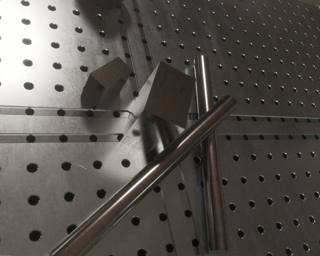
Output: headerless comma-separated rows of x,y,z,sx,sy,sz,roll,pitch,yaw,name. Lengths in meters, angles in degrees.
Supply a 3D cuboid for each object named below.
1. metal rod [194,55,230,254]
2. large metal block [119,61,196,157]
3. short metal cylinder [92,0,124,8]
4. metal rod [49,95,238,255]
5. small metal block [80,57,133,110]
0.069,0.016,0.437,0.025,0.025,0.299,14,56,-21,metal rod
-0.003,-0.021,0.386,0.050,0.080,0.080,25,53,-13,large metal block
-0.076,-0.234,0.476,0.080,0.080,0.050,40,51,-1,short metal cylinder
0.004,0.043,0.366,0.025,0.025,0.302,48,57,5,metal rod
-0.068,-0.056,0.391,0.025,0.050,0.050,45,51,2,small metal block
